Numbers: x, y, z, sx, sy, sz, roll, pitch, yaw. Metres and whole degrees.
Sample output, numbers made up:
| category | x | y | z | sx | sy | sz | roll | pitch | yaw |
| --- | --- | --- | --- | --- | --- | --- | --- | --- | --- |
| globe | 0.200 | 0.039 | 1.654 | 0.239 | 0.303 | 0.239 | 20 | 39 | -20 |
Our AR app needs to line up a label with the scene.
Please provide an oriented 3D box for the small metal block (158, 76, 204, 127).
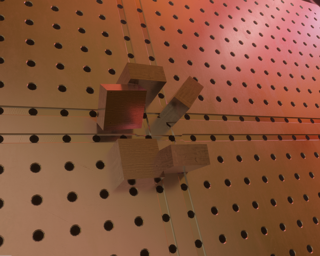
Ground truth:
| category | x | y | z | sx | sy | sz | roll | pitch | yaw |
| --- | --- | --- | --- | --- | --- | --- | --- | --- | --- |
| small metal block | 0.029 | -0.037 | 0.429 | 0.025 | 0.050 | 0.050 | 38 | 51 | -3 |

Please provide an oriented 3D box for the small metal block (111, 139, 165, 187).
| category | x | y | z | sx | sy | sz | roll | pitch | yaw |
| --- | --- | --- | --- | --- | --- | --- | --- | --- | --- |
| small metal block | -0.027 | 0.041 | 0.369 | 0.050 | 0.025 | 0.050 | 1 | 61 | -27 |

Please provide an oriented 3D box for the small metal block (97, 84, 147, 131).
| category | x | y | z | sx | sy | sz | roll | pitch | yaw |
| --- | --- | --- | --- | --- | --- | --- | --- | --- | --- |
| small metal block | -0.047 | -0.026 | 0.379 | 0.050 | 0.050 | 0.025 | -4 | 26 | -30 |

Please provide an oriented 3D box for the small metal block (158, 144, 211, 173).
| category | x | y | z | sx | sy | sz | roll | pitch | yaw |
| --- | --- | --- | --- | --- | --- | --- | --- | --- | --- |
| small metal block | 0.025 | 0.038 | 0.379 | 0.050 | 0.050 | 0.025 | 1 | 72 | -28 |

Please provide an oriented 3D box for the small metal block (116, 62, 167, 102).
| category | x | y | z | sx | sy | sz | roll | pitch | yaw |
| --- | --- | --- | --- | --- | --- | --- | --- | --- | --- |
| small metal block | -0.026 | -0.059 | 0.414 | 0.050 | 0.050 | 0.025 | 1 | 62 | -28 |
